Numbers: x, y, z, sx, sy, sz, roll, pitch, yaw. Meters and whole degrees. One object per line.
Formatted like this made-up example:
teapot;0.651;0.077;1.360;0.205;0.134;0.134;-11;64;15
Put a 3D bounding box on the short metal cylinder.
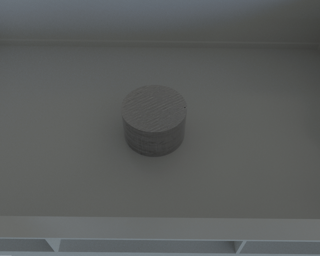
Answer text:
short metal cylinder;-0.007;-0.010;0.397;0.081;0.050;0.080;0;50;0
